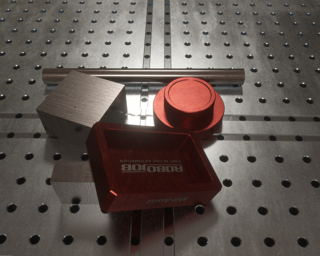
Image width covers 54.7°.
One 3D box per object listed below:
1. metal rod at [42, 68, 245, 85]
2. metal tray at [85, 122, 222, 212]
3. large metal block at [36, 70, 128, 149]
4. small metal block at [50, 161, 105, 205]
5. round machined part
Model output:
[{"bbox_3d":[-0.024,-0.079,0.473,0.302,0.025,0.025,0,50,-1],"label":"metal rod"},{"bbox_3d":[-0.006,0.039,0.336,0.131,0.030,0.090,4,45,-31],"label":"metal tray"},{"bbox_3d":[-0.099,-0.024,0.410,0.080,0.050,0.080,18,52,14],"label":"large metal block"},{"bbox_3d":[-0.086,0.061,0.339,0.050,0.050,0.025,1,50,0],"label":"small metal block"},{"bbox_3d":[0.040,-0.032,0.424,0.099,0.042,0.098,0,50,0],"label":"round machined part"}]
